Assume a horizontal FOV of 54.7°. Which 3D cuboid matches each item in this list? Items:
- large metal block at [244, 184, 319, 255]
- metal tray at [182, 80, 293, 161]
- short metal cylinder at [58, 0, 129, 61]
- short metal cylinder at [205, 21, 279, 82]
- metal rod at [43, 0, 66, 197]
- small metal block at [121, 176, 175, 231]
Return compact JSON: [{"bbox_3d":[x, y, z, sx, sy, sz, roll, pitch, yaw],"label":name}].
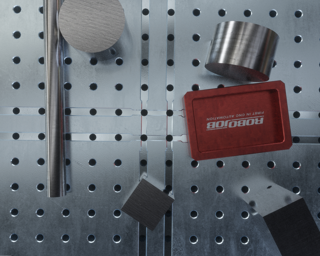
[{"bbox_3d":[0.155,0.124,0.387,0.050,0.080,0.080,-26,90,0],"label":"large metal block"},{"bbox_3d":[0.100,-0.010,0.411,0.131,0.030,0.089,-7,90,0],"label":"metal tray"},{"bbox_3d":[-0.083,-0.131,0.400,0.081,0.050,0.079,0,90,0],"label":"short metal cylinder"},{"bbox_3d":[0.101,-0.093,0.387,0.080,0.080,0.050,14,90,0],"label":"short metal cylinder"},{"bbox_3d":[-0.140,-0.060,0.412,0.025,0.025,0.298,-1,90,0],"label":"metal rod"},{"bbox_3d":[-0.016,0.099,0.413,0.050,0.025,0.050,35,90,0],"label":"small metal block"}]
